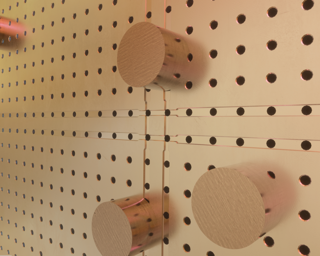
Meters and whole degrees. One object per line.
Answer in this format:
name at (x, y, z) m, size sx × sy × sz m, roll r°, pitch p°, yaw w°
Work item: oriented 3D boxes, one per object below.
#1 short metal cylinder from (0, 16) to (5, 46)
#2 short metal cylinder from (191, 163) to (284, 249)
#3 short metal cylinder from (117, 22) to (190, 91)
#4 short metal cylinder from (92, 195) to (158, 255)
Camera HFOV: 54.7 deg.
short metal cylinder at (-0.407, -0.230, 0.724) m, size 0.080 × 0.050 × 0.079 m, roll 0°, pitch 90°, yaw 39°
short metal cylinder at (0.081, 0.079, 0.325) m, size 0.080 × 0.050 × 0.079 m, roll 0°, pitch 90°, yaw 39°
short metal cylinder at (-0.009, -0.090, 0.399) m, size 0.080 × 0.050 × 0.079 m, roll 0°, pitch 90°, yaw 39°
short metal cylinder at (-0.050, 0.138, 0.432) m, size 0.080 × 0.050 × 0.079 m, roll 0°, pitch 90°, yaw 39°
